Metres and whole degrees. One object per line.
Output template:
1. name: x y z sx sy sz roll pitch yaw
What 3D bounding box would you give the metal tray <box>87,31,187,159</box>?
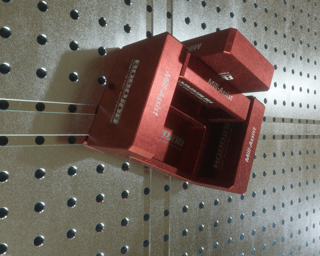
1. metal tray: -0.027 -0.035 0.343 0.030 0.090 0.130 28 73 -37

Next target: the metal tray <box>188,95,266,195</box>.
1. metal tray: 0.090 0.021 0.440 0.030 0.090 0.130 28 73 -37

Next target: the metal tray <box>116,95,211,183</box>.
1. metal tray: 0.007 0.011 0.410 0.131 0.030 0.090 28 73 -37

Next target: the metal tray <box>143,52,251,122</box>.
1. metal tray: 0.043 -0.046 0.401 0.131 0.090 0.030 27 73 -37

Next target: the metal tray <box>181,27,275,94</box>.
1. metal tray: 0.062 -0.075 0.391 0.090 0.130 0.030 28 73 -37
